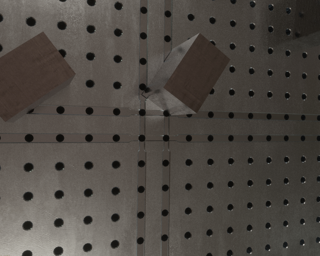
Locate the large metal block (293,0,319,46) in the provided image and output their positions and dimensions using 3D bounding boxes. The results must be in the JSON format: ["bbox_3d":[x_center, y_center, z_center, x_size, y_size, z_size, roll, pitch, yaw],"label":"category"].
[{"bbox_3d":[0.260,-0.181,0.481,0.050,0.080,0.080,7,88,-20],"label":"large metal block"}]

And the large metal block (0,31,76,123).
[{"bbox_3d":[-0.142,-0.050,0.331,0.080,0.080,0.050,-39,103,-16],"label":"large metal block"}]

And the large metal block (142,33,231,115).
[{"bbox_3d":[0.030,-0.064,0.396,0.050,0.080,0.080,36,78,-17],"label":"large metal block"}]
